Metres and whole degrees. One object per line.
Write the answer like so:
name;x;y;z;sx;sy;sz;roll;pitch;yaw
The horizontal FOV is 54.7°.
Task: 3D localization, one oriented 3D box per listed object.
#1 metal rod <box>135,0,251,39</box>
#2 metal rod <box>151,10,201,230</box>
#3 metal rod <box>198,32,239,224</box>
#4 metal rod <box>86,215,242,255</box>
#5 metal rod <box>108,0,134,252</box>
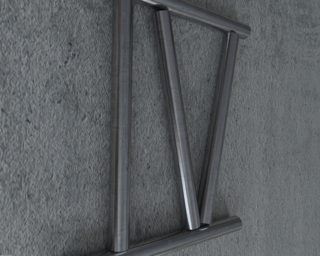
metal rod;0.030;-0.167;0.433;0.302;0.025;0.025;1;89;-40
metal rod;0.024;-0.005;0.427;0.025;0.025;0.298;-15;100;-39
metal rod;0.091;-0.005;0.484;0.025;0.025;0.299;17;79;-39
metal rod;0.011;0.156;0.417;0.302;0.025;0.025;1;89;-40
metal rod;-0.046;-0.008;0.368;0.025;0.025;0.298;2;89;-40
